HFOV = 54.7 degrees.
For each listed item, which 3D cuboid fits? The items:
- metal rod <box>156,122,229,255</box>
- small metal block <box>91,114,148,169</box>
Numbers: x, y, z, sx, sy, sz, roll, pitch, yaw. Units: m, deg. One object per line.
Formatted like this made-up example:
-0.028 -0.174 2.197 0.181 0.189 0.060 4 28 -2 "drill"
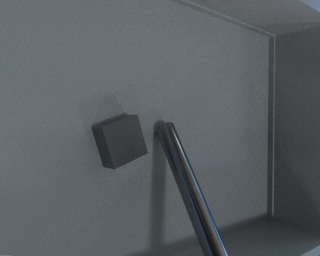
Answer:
0.055 0.123 0.348 0.025 0.025 0.299 5 52 -40 "metal rod"
-0.047 0.015 0.369 0.050 0.025 0.050 -24 105 -38 "small metal block"
